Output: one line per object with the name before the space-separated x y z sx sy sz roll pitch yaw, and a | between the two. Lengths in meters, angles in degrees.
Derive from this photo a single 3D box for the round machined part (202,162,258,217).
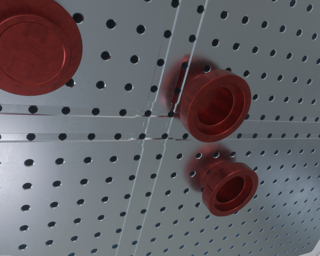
round machined part | 0.112 0.097 0.521 0.099 0.042 0.097 -14 124 -21

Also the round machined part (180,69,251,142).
round machined part | 0.070 -0.033 0.417 0.099 0.042 0.097 -14 124 -21

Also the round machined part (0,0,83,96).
round machined part | -0.121 -0.074 0.288 0.099 0.042 0.097 -14 124 -21
